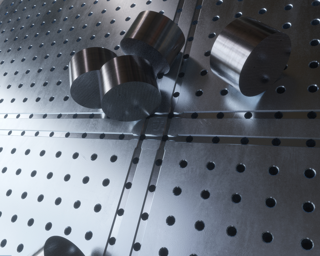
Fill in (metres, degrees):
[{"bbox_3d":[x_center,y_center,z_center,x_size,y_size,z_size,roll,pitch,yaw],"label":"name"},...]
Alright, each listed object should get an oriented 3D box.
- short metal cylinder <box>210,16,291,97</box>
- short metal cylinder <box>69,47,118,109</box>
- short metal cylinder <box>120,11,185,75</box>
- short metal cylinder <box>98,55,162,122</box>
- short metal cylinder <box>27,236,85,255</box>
[{"bbox_3d":[0.107,-0.084,0.368,0.080,0.080,0.050,-43,51,-1],"label":"short metal cylinder"},{"bbox_3d":[-0.094,-0.074,0.466,0.080,0.080,0.050,-25,53,13],"label":"short metal cylinder"},{"bbox_3d":[-0.010,-0.123,0.452,0.080,0.080,0.050,17,71,34],"label":"short metal cylinder"},{"bbox_3d":[-0.042,-0.053,0.426,0.080,0.080,0.050,-24,54,13],"label":"short metal cylinder"},{"bbox_3d":[-0.113,0.164,0.330,0.050,0.080,0.080,-40,51,1],"label":"short metal cylinder"}]
